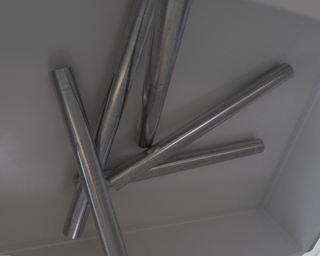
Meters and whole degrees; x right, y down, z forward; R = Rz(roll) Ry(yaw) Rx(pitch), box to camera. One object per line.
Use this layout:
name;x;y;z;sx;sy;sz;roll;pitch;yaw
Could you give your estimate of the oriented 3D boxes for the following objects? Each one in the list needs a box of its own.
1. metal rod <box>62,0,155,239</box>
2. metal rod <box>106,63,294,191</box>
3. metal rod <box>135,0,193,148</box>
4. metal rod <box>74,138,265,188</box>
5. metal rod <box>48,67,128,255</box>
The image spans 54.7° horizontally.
metal rod;-0.059;-0.005;0.352;0.025;0.025;0.298;11;107;-33
metal rod;0.064;-0.008;0.423;0.301;0.025;0.025;-32;129;-14
metal rod;0.000;-0.054;0.280;0.025;0.025;0.299;-19;157;-18
metal rod;0.029;0.052;0.456;0.303;0.025;0.025;-9;123;-24
metal rod;-0.067;0.082;0.345;0.025;0.025;0.298;-18;101;-18
